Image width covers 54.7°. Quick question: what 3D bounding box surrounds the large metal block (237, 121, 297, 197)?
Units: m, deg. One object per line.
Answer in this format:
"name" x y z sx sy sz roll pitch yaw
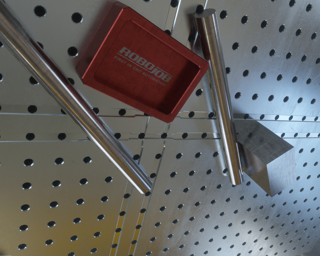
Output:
"large metal block" 0.168 0.049 0.498 0.050 0.080 0.080 -30 129 -9

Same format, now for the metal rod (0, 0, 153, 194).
"metal rod" -0.086 -0.012 0.356 0.025 0.025 0.299 -37 129 -4

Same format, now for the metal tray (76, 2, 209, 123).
"metal tray" -0.016 -0.068 0.356 0.131 0.030 0.090 24 105 -37

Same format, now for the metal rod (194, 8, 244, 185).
"metal rod" 0.093 -0.021 0.448 0.025 0.025 0.299 -28 128 -10
